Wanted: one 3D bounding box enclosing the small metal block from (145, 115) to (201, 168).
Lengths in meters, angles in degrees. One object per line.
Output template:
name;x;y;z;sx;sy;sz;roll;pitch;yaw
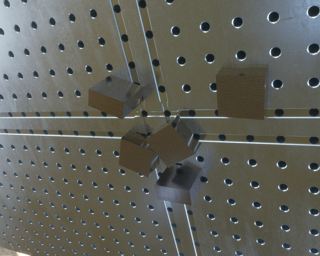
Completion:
small metal block;0.017;0.019;0.414;0.050;0.025;0.050;-33;100;38

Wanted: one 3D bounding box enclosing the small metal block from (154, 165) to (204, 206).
small metal block;0.027;0.077;0.429;0.050;0.050;0.025;4;120;26

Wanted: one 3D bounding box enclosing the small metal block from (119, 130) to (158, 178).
small metal block;-0.030;0.037;0.451;0.050;0.025;0.050;21;126;15

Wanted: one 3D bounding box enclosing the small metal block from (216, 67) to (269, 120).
small metal block;0.091;-0.038;0.340;0.050;0.025;0.050;5;121;25

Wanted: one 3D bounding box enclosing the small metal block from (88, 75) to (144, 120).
small metal block;-0.056;-0.041;0.400;0.050;0.050;0.025;22;127;15
